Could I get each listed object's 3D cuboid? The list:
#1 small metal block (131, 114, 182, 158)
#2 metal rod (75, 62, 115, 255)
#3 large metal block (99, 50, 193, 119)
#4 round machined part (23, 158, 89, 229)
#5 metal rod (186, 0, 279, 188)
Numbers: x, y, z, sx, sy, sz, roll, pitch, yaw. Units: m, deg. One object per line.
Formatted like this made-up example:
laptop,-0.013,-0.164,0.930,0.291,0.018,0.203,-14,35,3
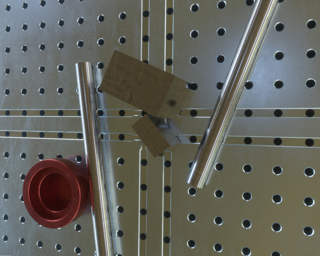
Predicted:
small metal block,-0.003,0.009,0.400,0.025,0.050,0.050,-41,78,15
metal rod,-0.092,0.055,0.443,0.025,0.025,0.298,-8,87,19
large metal block,-0.015,-0.052,0.388,0.080,0.080,0.050,26,99,17
round machined part,-0.147,0.093,0.454,0.098,0.042,0.097,0,90,19
metal rod,0.096,-0.067,0.378,0.025,0.025,0.298,23,97,18
